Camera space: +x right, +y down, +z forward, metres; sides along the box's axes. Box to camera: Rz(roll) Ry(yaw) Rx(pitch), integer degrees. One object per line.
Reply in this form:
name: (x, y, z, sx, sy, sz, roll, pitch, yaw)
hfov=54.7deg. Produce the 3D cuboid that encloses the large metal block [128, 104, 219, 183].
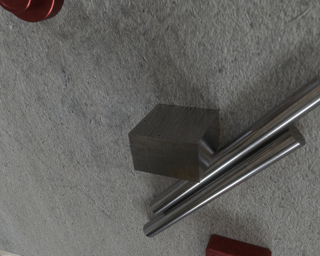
large metal block: (0.020, 0.014, 0.368, 0.080, 0.080, 0.050, 8, 122, 24)

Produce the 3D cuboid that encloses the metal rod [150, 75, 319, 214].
metal rod: (0.077, 0.041, 0.390, 0.025, 0.025, 0.298, 43, 129, -2)

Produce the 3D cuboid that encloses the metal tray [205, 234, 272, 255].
metal tray: (0.120, 0.232, 0.482, 0.090, 0.030, 0.129, 8, 122, 23)

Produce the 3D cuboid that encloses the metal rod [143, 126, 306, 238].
metal rod: (0.065, 0.090, 0.426, 0.025, 0.025, 0.298, 43, 129, -2)

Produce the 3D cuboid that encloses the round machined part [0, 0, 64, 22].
round machined part: (-0.167, -0.177, 0.372, 0.098, 0.042, 0.097, 13, 124, 20)
